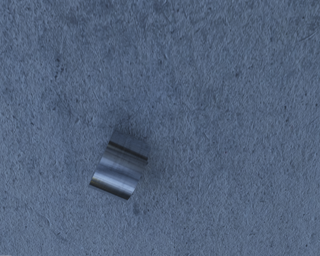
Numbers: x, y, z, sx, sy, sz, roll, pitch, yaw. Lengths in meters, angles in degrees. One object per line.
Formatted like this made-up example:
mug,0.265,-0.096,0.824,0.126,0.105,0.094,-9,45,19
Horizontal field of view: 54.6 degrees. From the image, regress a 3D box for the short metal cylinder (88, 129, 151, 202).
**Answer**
short metal cylinder,-0.052,0.047,0.397,0.050,0.080,0.080,25,108,-9
